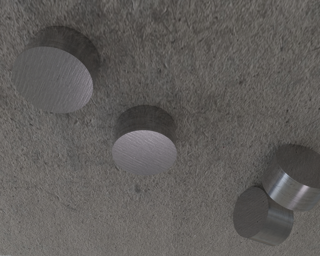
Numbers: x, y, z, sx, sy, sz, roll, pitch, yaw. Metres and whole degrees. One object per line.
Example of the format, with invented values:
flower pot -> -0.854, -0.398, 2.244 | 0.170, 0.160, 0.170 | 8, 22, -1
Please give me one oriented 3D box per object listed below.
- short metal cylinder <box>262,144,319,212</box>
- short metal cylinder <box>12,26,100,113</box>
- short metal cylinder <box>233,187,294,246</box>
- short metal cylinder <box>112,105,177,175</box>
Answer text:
short metal cylinder -> 0.190, 0.068, 0.430 | 0.081, 0.080, 0.050 | 8, 130, -7
short metal cylinder -> -0.109, -0.063, 0.336 | 0.081, 0.050, 0.079 | 0, 130, 0
short metal cylinder -> 0.162, 0.140, 0.492 | 0.050, 0.080, 0.080 | 23, 126, -19
short metal cylinder -> -0.019, 0.017, 0.405 | 0.081, 0.050, 0.079 | 0, 130, 0
